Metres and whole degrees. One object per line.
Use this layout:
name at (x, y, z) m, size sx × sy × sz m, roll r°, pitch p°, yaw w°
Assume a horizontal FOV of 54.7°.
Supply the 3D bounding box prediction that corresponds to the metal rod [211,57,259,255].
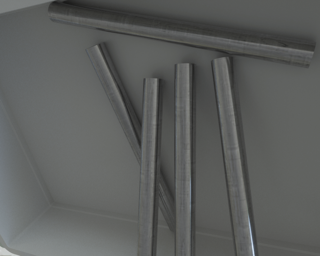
metal rod at (0.086, 0.075, 0.333) m, size 0.025 × 0.025 × 0.298 m, roll -7°, pitch 91°, yaw 31°

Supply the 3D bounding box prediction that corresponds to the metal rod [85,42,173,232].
metal rod at (-0.028, 0.026, 0.439) m, size 0.025 × 0.025 × 0.299 m, roll -10°, pitch 114°, yaw 32°

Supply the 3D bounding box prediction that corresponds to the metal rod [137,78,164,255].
metal rod at (-0.014, 0.089, 0.390) m, size 0.025 × 0.025 × 0.298 m, roll 5°, pitch 95°, yaw 26°

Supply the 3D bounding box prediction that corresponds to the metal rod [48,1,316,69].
metal rod at (0.006, -0.107, 0.339) m, size 0.301 × 0.025 × 0.025 m, roll 16°, pitch 125°, yaw 19°

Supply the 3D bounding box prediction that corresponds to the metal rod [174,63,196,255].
metal rod at (0.029, 0.077, 0.363) m, size 0.025 × 0.025 × 0.298 m, roll 2°, pitch 95°, yaw 27°
